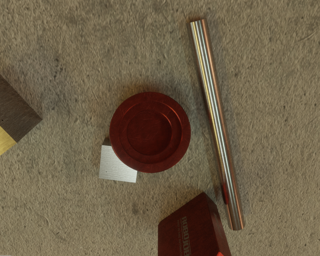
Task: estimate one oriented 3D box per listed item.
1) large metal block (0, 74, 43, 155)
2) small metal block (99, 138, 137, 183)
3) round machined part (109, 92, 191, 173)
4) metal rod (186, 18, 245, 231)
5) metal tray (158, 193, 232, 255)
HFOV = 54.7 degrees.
[{"bbox_3d":[-0.202,-0.014,0.373,0.050,0.080,0.080,-35,107,12],"label":"large metal block"},{"bbox_3d":[-0.055,0.044,0.426,0.050,0.025,0.050,8,110,-3],"label":"small metal block"},{"bbox_3d":[-0.014,0.006,0.390,0.099,0.042,0.097,1,86,-11],"label":"round machined part"},{"bbox_3d":[0.079,0.010,0.414,0.025,0.025,0.298,-13,110,5],"label":"metal rod"},{"bbox_3d":[0.041,0.153,0.411,0.090,0.130,0.030,-38,106,13],"label":"metal tray"}]
